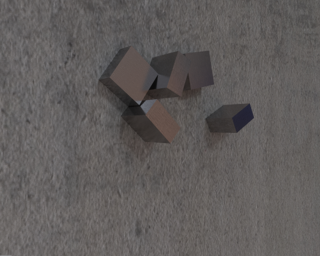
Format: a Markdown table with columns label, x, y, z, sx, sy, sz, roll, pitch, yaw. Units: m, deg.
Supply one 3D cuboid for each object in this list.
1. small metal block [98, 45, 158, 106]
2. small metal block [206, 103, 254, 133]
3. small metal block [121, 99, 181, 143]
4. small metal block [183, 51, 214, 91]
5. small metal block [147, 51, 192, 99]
| label | x | y | z | sx | sy | sz | roll | pitch | yaw |
| --- | --- | --- | --- | --- | --- | --- | --- | --- | --- |
| small metal block | -0.037 | -0.062 | 0.375 | 0.050 | 0.025 | 0.050 | 43 | 64 | -32 |
| small metal block | 0.109 | -0.015 | 0.483 | 0.050 | 0.050 | 0.025 | -34 | 112 | -35 |
| small metal block | -0.012 | -0.007 | 0.381 | 0.050 | 0.050 | 0.025 | 49 | 61 | -29 |
| small metal block | 0.049 | -0.083 | 0.448 | 0.050 | 0.025 | 0.050 | -18 | 101 | -39 |
| small metal block | 0.008 | -0.066 | 0.397 | 0.025 | 0.050 | 0.050 | 28 | 73 | -37 |
